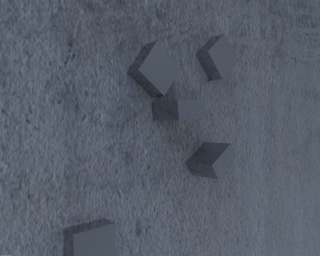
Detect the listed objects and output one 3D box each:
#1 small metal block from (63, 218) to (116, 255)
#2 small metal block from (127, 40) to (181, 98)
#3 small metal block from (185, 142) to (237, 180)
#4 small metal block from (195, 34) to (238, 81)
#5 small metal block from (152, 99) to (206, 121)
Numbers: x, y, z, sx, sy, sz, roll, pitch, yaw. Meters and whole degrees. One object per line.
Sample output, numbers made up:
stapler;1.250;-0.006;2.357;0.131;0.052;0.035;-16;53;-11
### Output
small metal block;-0.077;0.133;0.342;0.050;0.025;0.050;-2;92;-40
small metal block;-0.007;-0.075;0.401;0.050;0.025;0.050;43;64;-32
small metal block;0.075;0.046;0.454;0.050;0.050;0.025;-42;116;-32
small metal block;0.089;-0.110;0.482;0.050;0.025;0.050;-49;119;-29
small metal block;0.025;-0.024;0.412;0.050;0.050;0.025;-7;95;-40
